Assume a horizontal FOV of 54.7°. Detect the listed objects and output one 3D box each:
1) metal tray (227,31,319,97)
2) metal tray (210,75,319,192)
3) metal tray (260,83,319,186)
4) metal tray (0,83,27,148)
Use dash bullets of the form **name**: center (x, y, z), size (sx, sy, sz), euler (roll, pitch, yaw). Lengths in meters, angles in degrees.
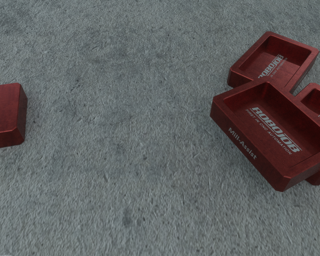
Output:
- **metal tray**: center (0.176, -0.095, 0.480), size (0.090, 0.030, 0.131), euler (31, 56, 23)
- **metal tray**: center (0.132, 0.000, 0.361), size (0.091, 0.030, 0.130), euler (-23, 54, -18)
- **metal tray**: center (0.199, 0.002, 0.399), size (0.131, 0.030, 0.090), euler (-36, 59, -27)
- **metal tray**: center (-0.249, -0.011, 0.407), size (0.131, 0.030, 0.090), euler (-10, 51, -8)
